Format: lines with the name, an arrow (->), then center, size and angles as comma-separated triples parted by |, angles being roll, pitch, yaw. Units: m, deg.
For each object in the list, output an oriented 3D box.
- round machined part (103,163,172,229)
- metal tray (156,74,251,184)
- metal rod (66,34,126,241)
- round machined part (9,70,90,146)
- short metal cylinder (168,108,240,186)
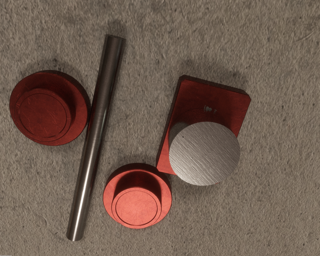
round machined part -> -0.032, 0.102, 0.438 | 0.099, 0.042, 0.097 | 0, 110, -1
metal tray -> 0.053, 0.004, 0.409 | 0.091, 0.030, 0.129 | 14, 109, -6
metal rod -> -0.091, 0.027, 0.418 | 0.025, 0.025, 0.298 | 14, 109, -6
round machined part -> -0.141, -0.021, 0.391 | 0.099, 0.042, 0.097 | 0, 110, -1
short metal cylinder -> 0.050, 0.022, 0.373 | 0.081, 0.050, 0.079 | 0, 110, -1
